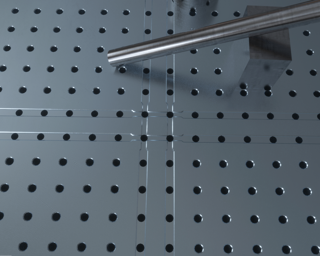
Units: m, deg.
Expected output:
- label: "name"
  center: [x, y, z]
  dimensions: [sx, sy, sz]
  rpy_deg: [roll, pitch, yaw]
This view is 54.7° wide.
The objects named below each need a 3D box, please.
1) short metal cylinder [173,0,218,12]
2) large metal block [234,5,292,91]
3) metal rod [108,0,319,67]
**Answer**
- label: "short metal cylinder"
  center: [0.058, -0.231, 0.483]
  dimensions: [0.081, 0.050, 0.080]
  rpy_deg: [0, 70, 0]
- label: "large metal block"
  center: [0.135, -0.106, 0.422]
  dimensions: [0.050, 0.080, 0.080]
  rpy_deg: [3, 70, 1]
- label: "metal rod"
  center: [0.067, -0.117, 0.389]
  dimensions: [0.300, 0.025, 0.025]
  rpy_deg: [-7, 68, 24]
